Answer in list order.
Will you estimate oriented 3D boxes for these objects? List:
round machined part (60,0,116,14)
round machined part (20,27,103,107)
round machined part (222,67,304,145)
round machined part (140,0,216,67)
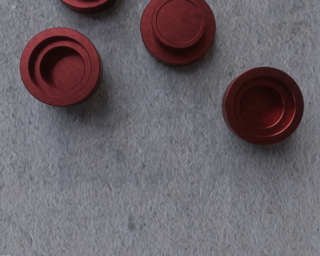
[{"bbox_3d":[-0.097,-0.204,0.400,0.099,0.042,0.097,0,90,-1],"label":"round machined part"},{"bbox_3d":[-0.123,-0.075,0.400,0.099,0.042,0.097,0,90,-1],"label":"round machined part"},{"bbox_3d":[0.129,-0.027,0.403,0.099,0.042,0.097,0,90,-1],"label":"round machined part"},{"bbox_3d":[0.024,-0.132,0.402,0.099,0.042,0.097,0,90,-1],"label":"round machined part"}]
